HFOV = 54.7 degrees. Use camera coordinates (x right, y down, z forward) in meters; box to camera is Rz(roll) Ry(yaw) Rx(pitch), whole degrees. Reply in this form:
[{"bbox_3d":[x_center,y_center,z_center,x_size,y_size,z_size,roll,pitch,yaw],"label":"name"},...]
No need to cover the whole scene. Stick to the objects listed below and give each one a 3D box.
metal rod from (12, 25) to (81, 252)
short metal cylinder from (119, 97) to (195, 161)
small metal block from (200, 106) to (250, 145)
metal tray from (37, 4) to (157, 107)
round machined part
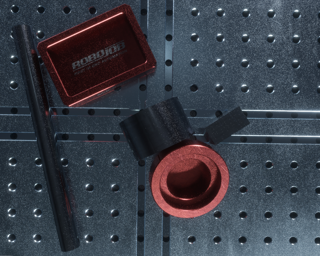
[{"bbox_3d":[-0.151,0.013,0.411,0.025,0.025,0.298,-13,90,0],"label":"metal rod"},{"bbox_3d":[-0.004,0.001,0.385,0.080,0.080,0.050,-25,89,0],"label":"short metal cylinder"},{"bbox_3d":[0.082,-0.003,0.402,0.050,0.050,0.025,-32,90,0],"label":"small metal block"},{"bbox_3d":[-0.081,-0.093,0.409,0.131,0.030,0.090,-25,90,-1],"label":"metal tray"},{"bbox_3d":[0.034,0.061,0.396,0.099,0.042,0.097,-2,106,-9],"label":"round machined part"}]
